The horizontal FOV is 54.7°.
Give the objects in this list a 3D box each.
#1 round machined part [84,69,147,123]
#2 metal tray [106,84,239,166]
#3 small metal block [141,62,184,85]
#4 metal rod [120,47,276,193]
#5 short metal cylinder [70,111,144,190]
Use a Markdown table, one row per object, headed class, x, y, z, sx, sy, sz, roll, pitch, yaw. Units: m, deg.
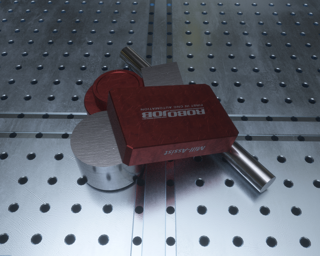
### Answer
| class | x | y | z | sx | sy | sz | roll | pitch | yaw |
| --- | --- | --- | --- | --- | --- | --- | --- | --- | --- |
| round machined part | -0.055 | -0.044 | 0.426 | 0.099 | 0.042 | 0.098 | -1 | 50 | 1 |
| metal tray | 0.013 | -0.009 | 0.357 | 0.131 | 0.030 | 0.090 | -6 | 49 | -22 |
| small metal block | 0.004 | -0.061 | 0.423 | 0.050 | 0.025 | 0.050 | -11 | 53 | -3 |
| metal rod | 0.034 | -0.029 | 0.427 | 0.025 | 0.025 | 0.300 | -29 | 56 | -22 |
| short metal cylinder | -0.059 | 0.025 | 0.364 | 0.081 | 0.050 | 0.080 | 0 | 50 | 0 |
